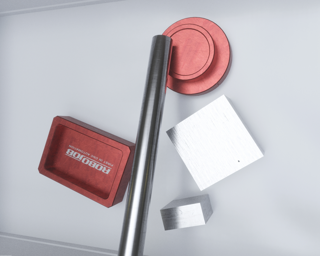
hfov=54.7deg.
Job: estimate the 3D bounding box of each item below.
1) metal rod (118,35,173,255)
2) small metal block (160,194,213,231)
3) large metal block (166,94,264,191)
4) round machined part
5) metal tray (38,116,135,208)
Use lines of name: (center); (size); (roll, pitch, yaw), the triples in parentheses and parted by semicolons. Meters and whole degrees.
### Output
metal rod: (-0.017, 0.040, 0.330); (0.025, 0.025, 0.299); (3, 76, 19)
small metal block: (0.034, 0.104, 0.385); (0.050, 0.050, 0.025); (-15, 85, 19)
large metal block: (0.068, 0.017, 0.373); (0.080, 0.050, 0.080); (-33, 80, 16)
round machined part: (0.038, -0.090, 0.387); (0.098, 0.042, 0.097); (0, 90, 19)
metal tray: (-0.104, 0.045, 0.442); (0.130, 0.030, 0.089); (21, 97, 18)
